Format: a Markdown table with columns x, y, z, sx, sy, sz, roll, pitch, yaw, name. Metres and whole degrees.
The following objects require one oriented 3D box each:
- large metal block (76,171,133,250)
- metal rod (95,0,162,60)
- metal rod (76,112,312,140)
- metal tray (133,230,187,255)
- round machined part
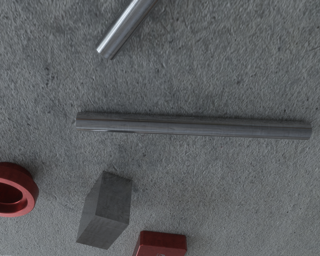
| x | y | z | sx | sy | sz | roll | pitch | yaw | name |
| --- | --- | --- | --- | --- | --- | --- | --- | --- | --- |
| -0.085 | 0.127 | 0.478 | 0.050 | 0.080 | 0.080 | 22 | 126 | -18 | large metal block |
| 0.036 | -0.171 | 0.261 | 0.025 | 0.025 | 0.299 | 32 | 123 | -25 | metal rod |
| 0.046 | -0.002 | 0.405 | 0.302 | 0.025 | 0.025 | 2 | 130 | -3 | metal rod |
| -0.006 | 0.259 | 0.624 | 0.091 | 0.030 | 0.129 | 9 | 130 | -9 | metal tray |
| -0.234 | 0.089 | 0.469 | 0.099 | 0.042 | 0.097 | -1 | 130 | 0 | round machined part |
